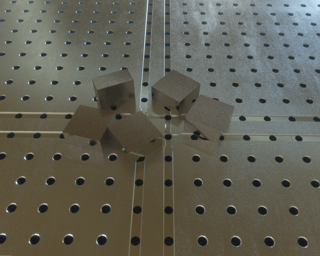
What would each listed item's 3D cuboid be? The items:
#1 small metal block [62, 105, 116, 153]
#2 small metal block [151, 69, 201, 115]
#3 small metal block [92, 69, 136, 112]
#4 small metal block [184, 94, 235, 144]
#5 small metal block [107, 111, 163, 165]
[{"bbox_3d":[-0.091,0.000,0.406,0.050,0.025,0.050,12,51,10],"label":"small metal block"},{"bbox_3d":[0.023,-0.054,0.453,0.050,0.025,0.050,32,57,24],"label":"small metal block"},{"bbox_3d":[-0.063,-0.050,0.432,0.050,0.050,0.025,-19,53,-15],"label":"small metal block"},{"bbox_3d":[0.067,-0.013,0.420,0.050,0.025,0.050,23,53,17],"label":"small metal block"},{"bbox_3d":[-0.032,0.011,0.398,0.050,0.025,0.050,-28,56,-22],"label":"small metal block"}]
